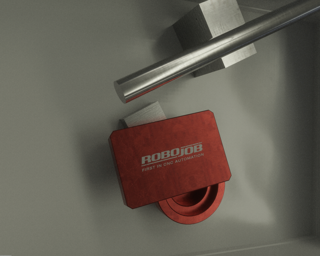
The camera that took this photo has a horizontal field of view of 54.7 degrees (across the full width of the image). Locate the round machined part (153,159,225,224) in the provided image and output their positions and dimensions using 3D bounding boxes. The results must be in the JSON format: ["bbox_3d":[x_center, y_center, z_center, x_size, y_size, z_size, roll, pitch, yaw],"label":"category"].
[{"bbox_3d":[0.034,0.075,0.415,0.099,0.042,0.097,0,90,-21],"label":"round machined part"}]

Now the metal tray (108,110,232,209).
[{"bbox_3d":[0.012,0.036,0.375,0.131,0.030,0.090,-13,83,-16],"label":"metal tray"}]

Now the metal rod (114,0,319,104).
[{"bbox_3d":[0.086,-0.102,0.358,0.302,0.025,0.025,-28,100,-18],"label":"metal rod"}]

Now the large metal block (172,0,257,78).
[{"bbox_3d":[0.069,-0.119,0.408,0.050,0.080,0.080,-28,100,-18],"label":"large metal block"}]

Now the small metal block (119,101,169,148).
[{"bbox_3d":[-0.017,-0.001,0.405,0.050,0.025,0.050,-30,100,-18],"label":"small metal block"}]
